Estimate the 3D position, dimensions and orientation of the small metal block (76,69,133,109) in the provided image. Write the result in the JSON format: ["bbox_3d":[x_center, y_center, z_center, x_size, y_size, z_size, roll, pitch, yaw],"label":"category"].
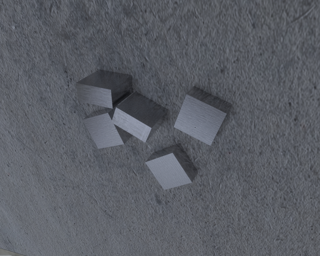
[{"bbox_3d":[-0.070,-0.051,0.396,0.050,0.050,0.025,13,124,21],"label":"small metal block"}]

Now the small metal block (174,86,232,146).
[{"bbox_3d":[0.051,-0.014,0.371,0.050,0.025,0.050,27,128,10],"label":"small metal block"}]

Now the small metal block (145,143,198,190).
[{"bbox_3d":[0.016,0.054,0.432,0.050,0.025,0.050,-23,106,36],"label":"small metal block"}]

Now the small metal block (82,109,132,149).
[{"bbox_3d":[-0.075,-0.001,0.446,0.050,0.025,0.050,-12,113,33],"label":"small metal block"}]

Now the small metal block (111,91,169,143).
[{"bbox_3d":[-0.025,-0.015,0.394,0.050,0.050,0.025,31,128,8],"label":"small metal block"}]
